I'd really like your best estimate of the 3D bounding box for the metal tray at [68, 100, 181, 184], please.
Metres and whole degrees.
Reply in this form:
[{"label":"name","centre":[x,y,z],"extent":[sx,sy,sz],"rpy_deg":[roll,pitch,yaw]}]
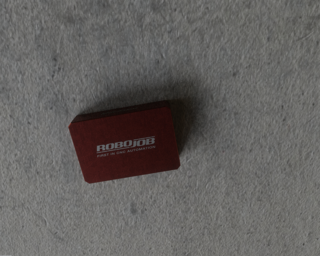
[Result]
[{"label":"metal tray","centre":[-0.044,0.019,0.414],"extent":[0.131,0.030,0.089],"rpy_deg":[-10,110,3]}]
